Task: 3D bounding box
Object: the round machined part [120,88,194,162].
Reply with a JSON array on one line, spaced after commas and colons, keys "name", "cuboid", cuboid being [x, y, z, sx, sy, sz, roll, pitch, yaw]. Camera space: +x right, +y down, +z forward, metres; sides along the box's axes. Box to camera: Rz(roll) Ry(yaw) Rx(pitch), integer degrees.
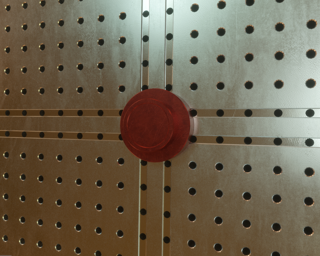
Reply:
[{"name": "round machined part", "cuboid": [-0.009, -0.003, 0.405, 0.098, 0.042, 0.097, 0, 90, 19]}]
